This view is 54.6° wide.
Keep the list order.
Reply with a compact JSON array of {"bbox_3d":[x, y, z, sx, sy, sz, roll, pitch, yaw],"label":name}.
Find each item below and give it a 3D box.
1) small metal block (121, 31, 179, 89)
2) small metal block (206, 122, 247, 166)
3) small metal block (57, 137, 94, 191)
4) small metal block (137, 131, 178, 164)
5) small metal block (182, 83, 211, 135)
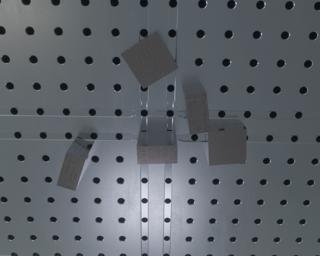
[{"bbox_3d":[-0.012,-0.084,0.382,0.050,0.025,0.050,-30,108,10],"label":"small metal block"},{"bbox_3d":[0.089,0.022,0.422,0.050,0.025,0.050,-4,110,1],"label":"small metal block"},{"bbox_3d":[-0.113,0.048,0.417,0.025,0.050,0.050,19,109,-7],"label":"small metal block"},{"bbox_3d":[-0.003,0.025,0.409,0.050,0.050,0.025,-1,110,0],"label":"small metal block"},{"bbox_3d":[0.045,-0.025,0.391,0.025,0.050,0.050,-8,110,3],"label":"small metal block"}]
